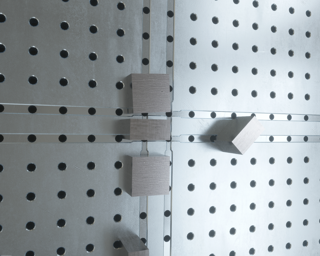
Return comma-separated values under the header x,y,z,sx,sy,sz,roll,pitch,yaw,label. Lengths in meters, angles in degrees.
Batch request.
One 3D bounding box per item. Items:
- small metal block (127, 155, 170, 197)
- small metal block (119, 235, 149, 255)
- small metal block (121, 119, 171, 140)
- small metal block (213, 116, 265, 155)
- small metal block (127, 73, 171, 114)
x,y,z,sx,sy,sz,roll,pitch,yaw,label
-0.015,0.061,0.407,0.050,0.025,0.050,1,90,-20,small metal block
-0.033,0.169,0.387,0.025,0.050,0.050,-1,91,-20,small metal block
-0.019,0.002,0.392,0.050,0.050,0.025,1,90,-20,small metal block
0.111,0.010,0.440,0.050,0.050,0.025,-46,104,-14,small metal block
-0.015,-0.045,0.407,0.050,0.025,0.050,-3,91,-20,small metal block
